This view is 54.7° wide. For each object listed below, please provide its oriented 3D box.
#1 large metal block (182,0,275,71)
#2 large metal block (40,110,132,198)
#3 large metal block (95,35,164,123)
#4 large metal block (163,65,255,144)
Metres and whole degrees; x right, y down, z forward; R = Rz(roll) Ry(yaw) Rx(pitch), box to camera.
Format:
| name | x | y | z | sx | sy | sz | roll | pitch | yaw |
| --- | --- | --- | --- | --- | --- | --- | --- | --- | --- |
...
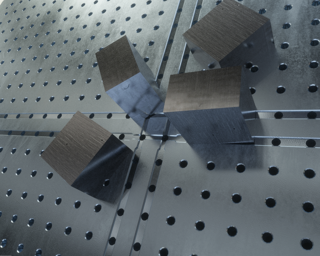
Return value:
| name | x | y | z | sx | sy | sz | roll | pitch | yaw |
| --- | --- | --- | --- | --- | --- | --- | --- | --- | --- |
| large metal block | 0.091 | -0.117 | 0.415 | 0.080 | 0.050 | 0.080 | -40 | 51 | 0 |
| large metal block | -0.101 | 0.034 | 0.422 | 0.080 | 0.050 | 0.080 | 30 | 78 | 37 |
| large metal block | -0.041 | -0.067 | 0.434 | 0.050 | 0.080 | 0.080 | -29 | 52 | 10 |
| large metal block | 0.060 | -0.022 | 0.354 | 0.080 | 0.080 | 0.050 | -3 | 61 | 26 |
